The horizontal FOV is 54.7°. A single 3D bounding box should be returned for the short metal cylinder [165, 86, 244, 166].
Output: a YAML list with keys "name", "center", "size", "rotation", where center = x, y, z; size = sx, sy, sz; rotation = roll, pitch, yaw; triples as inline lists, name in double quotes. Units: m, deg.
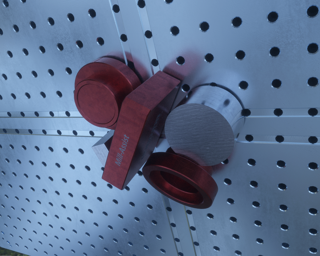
- name: "short metal cylinder"
  center: [0.052, -0.003, 0.360]
  size: [0.080, 0.050, 0.079]
  rotation: [13, 124, 21]

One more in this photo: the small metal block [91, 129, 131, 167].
- name: "small metal block"
  center: [-0.062, 0.032, 0.442]
  size: [0.025, 0.050, 0.050]
  rotation: [-16, 110, 34]

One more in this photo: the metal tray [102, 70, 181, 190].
- name: "metal tray"
  center: [-0.024, 0.004, 0.379]
  size: [0.030, 0.090, 0.129]
  rotation: [29, 128, 10]

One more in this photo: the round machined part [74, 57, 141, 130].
- name: "round machined part"
  center: [-0.073, -0.039, 0.408]
  size: [0.098, 0.042, 0.097]
  rotation: [13, 124, 21]

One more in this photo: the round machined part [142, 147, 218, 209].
- name: "round machined part"
  center: [0.030, 0.060, 0.402]
  size: [0.098, 0.042, 0.098]
  rotation: [23, 151, 14]
